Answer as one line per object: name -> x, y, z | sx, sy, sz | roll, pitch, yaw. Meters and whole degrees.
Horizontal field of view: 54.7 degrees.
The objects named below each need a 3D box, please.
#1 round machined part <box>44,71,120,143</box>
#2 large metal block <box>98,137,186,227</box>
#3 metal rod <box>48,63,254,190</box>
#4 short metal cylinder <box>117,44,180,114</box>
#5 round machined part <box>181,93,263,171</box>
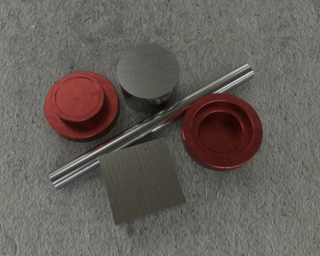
round machined part -> -0.104, -0.033, 0.411 | 0.099, 0.042, 0.098 | 0, 70, 0
large metal block -> -0.021, 0.066, 0.372 | 0.081, 0.050, 0.080 | -16, 71, -6
metal rod -> -0.003, -0.008, 0.413 | 0.301, 0.025, 0.025 | -30, 73, -11
short metal cylinder -> -0.015, -0.065, 0.419 | 0.081, 0.050, 0.080 | 0, 70, 0
round machined part -> 0.076, 0.008, 0.397 | 0.099, 0.042, 0.098 | 0, 70, 0
